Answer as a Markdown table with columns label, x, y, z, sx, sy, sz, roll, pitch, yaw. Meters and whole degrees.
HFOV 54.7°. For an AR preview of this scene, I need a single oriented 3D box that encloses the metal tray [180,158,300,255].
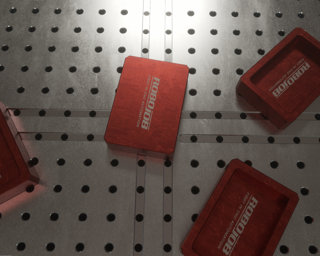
| label | x | y | z | sx | sy | sz | roll | pitch | yaw |
| --- | --- | --- | --- | --- | --- | --- | --- | --- | --- |
| metal tray | 0.094 | 0.113 | 0.368 | 0.090 | 0.030 | 0.130 | 31 | 73 | 10 |

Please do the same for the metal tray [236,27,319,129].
| label | x | y | z | sx | sy | sz | roll | pitch | yaw |
| --- | --- | --- | --- | --- | --- | --- | --- | --- | --- |
| metal tray | 0.185 | -0.072 | 0.437 | 0.130 | 0.030 | 0.090 | -41 | 76 | -14 |

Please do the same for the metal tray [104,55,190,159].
| label | x | y | z | sx | sy | sz | roll | pitch | yaw |
| --- | --- | --- | --- | --- | --- | --- | --- | --- | --- |
| metal tray | -0.015 | -0.029 | 0.420 | 0.091 | 0.030 | 0.130 | 10 | 70 | 3 |

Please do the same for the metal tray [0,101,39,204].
| label | x | y | z | sx | sy | sz | roll | pitch | yaw |
| --- | --- | --- | --- | --- | --- | --- | --- | --- | --- |
| metal tray | -0.225 | 0.033 | 0.394 | 0.090 | 0.030 | 0.130 | -29 | 73 | -11 |
